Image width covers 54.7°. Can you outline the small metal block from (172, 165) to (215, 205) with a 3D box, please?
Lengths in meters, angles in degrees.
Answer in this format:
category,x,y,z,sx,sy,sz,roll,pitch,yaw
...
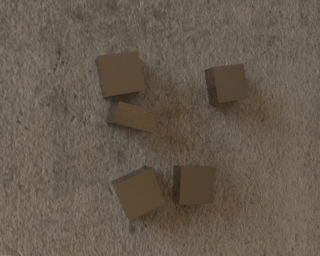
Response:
category,x,y,z,sx,sy,sz,roll,pitch,yaw
small metal block,0.046,0.078,0.427,0.050,0.025,0.050,4,89,-20

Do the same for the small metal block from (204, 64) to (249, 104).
category,x,y,z,sx,sy,sz,roll,pitch,yaw
small metal block,0.096,-0.063,0.446,0.050,0.025,0.050,-10,94,-20

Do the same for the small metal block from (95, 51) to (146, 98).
category,x,y,z,sx,sy,sz,roll,pitch,yaw
small metal block,-0.050,-0.067,0.391,0.050,0.025,0.050,-12,95,-20

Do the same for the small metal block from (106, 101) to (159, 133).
category,x,y,z,sx,sy,sz,roll,pitch,yaw
small metal block,-0.035,-0.013,0.383,0.050,0.050,0.025,15,85,-20

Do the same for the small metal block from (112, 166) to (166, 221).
category,x,y,z,sx,sy,sz,roll,pitch,yaw
small metal block,-0.028,0.083,0.400,0.050,0.025,0.050,-22,98,-19
